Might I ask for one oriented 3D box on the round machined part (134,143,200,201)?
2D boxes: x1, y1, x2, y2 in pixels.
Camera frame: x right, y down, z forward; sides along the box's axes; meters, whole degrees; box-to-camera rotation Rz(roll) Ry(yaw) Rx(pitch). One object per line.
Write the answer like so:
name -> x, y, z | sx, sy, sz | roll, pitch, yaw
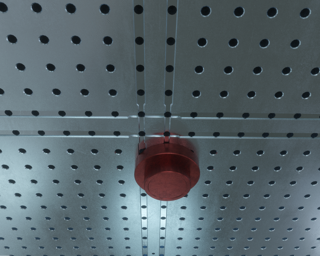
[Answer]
round machined part -> 0.011, 0.072, 0.462 | 0.099, 0.042, 0.097 | -1, 130, 0
